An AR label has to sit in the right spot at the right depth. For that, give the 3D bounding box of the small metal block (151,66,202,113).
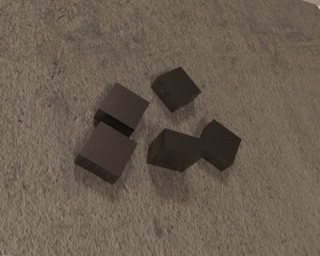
[{"bbox_3d":[0.024,-0.057,0.453,0.050,0.025,0.050,-31,79,-38],"label":"small metal block"}]

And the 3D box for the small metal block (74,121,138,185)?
[{"bbox_3d":[-0.061,0.028,0.355,0.050,0.025,0.050,32,51,-8],"label":"small metal block"}]

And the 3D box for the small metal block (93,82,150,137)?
[{"bbox_3d":[-0.048,-0.022,0.393,0.050,0.025,0.050,32,51,-8],"label":"small metal block"}]

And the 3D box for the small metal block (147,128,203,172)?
[{"bbox_3d":[0.018,0.029,0.381,0.050,0.050,0.025,17,55,-19],"label":"small metal block"}]

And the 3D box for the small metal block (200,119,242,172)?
[{"bbox_3d":[0.081,0.024,0.435,0.050,0.025,0.050,36,51,-5],"label":"small metal block"}]
